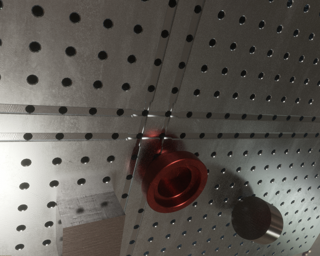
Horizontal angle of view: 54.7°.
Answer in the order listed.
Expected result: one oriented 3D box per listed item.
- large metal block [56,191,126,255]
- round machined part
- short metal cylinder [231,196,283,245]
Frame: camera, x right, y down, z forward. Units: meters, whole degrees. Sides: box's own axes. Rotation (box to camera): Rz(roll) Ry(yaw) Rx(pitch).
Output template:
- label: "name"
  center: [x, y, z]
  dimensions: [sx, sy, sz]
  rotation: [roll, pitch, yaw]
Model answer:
- label: "large metal block"
  center: [-0.098, 0.141, 0.430]
  dimensions: [0.081, 0.050, 0.079]
  rotation: [-5, 121, -27]
- label: "round machined part"
  center: [0.018, 0.074, 0.458]
  dimensions: [0.099, 0.042, 0.097]
  rotation: [-14, 125, -21]
- label: "short metal cylinder"
  center: [0.184, 0.176, 0.588]
  dimensions: [0.050, 0.080, 0.080]
  rotation: [31, 101, -38]
